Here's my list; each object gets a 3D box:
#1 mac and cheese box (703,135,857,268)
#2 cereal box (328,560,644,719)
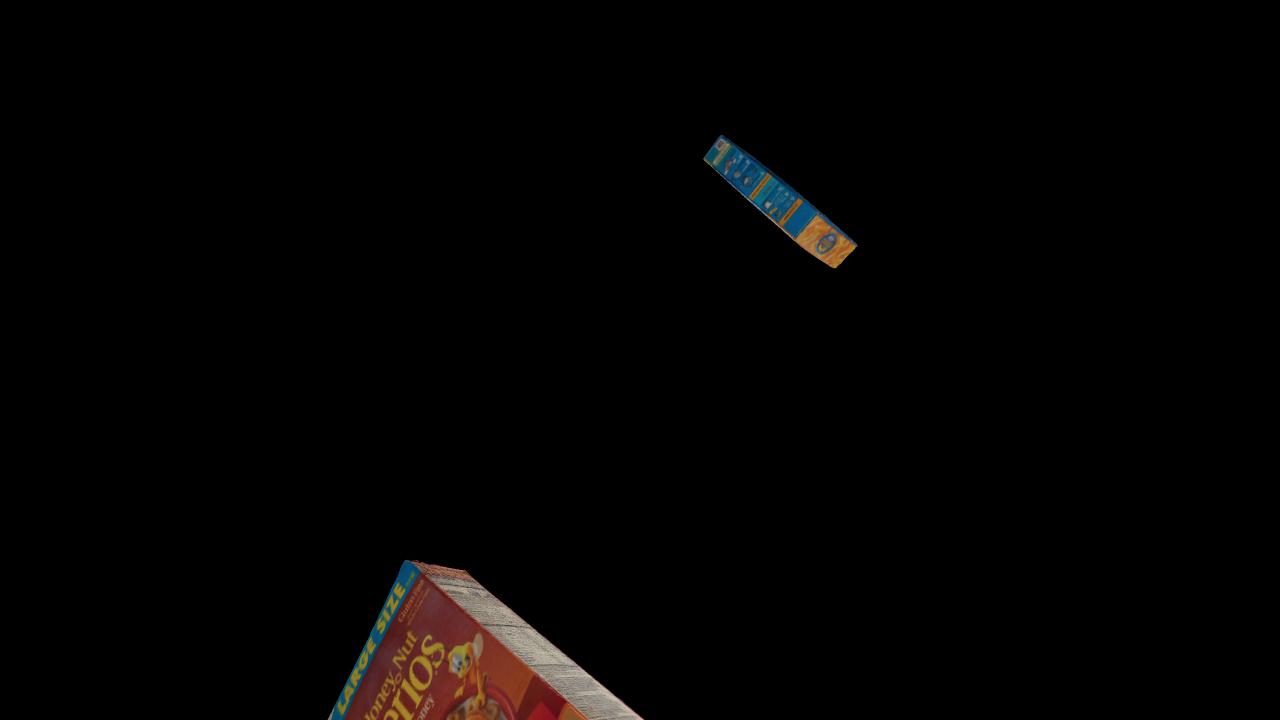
[{"bbox_3d":[0.154,-0.181,0.694,0.093,0.041,0.184,20,28,-45],"label":"mac and cheese box"},{"bbox_3d":[-0.123,0.311,0.458,0.306,0.203,0.081,18,-11,40],"label":"cereal box"}]
